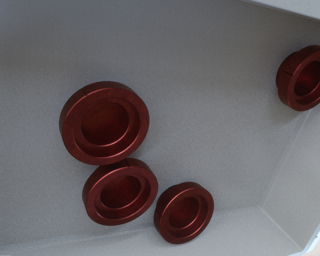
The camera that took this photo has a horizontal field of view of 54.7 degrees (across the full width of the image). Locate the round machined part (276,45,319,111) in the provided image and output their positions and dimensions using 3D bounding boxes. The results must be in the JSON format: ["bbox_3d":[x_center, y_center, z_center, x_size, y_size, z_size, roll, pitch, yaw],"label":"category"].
[{"bbox_3d":[0.216,-0.078,0.467,0.099,0.042,0.097,-14,124,-21],"label":"round machined part"}]

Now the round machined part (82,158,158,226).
[{"bbox_3d":[-0.056,0.080,0.417,0.099,0.042,0.097,-14,124,-21],"label":"round machined part"}]

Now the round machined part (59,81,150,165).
[{"bbox_3d":[-0.065,-0.009,0.356,0.099,0.042,0.097,-14,124,-21],"label":"round machined part"}]

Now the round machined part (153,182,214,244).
[{"bbox_3d":[0.033,0.128,0.487,0.099,0.042,0.097,-11,113,-27],"label":"round machined part"}]
